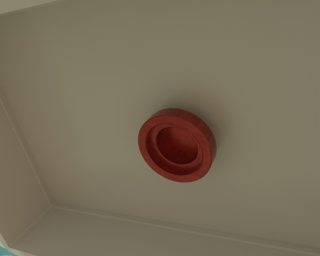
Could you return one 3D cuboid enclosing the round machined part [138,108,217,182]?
[{"bbox_3d":[0.025,0.018,0.396,0.098,0.042,0.097,13,124,21],"label":"round machined part"}]
